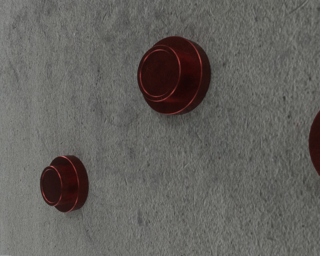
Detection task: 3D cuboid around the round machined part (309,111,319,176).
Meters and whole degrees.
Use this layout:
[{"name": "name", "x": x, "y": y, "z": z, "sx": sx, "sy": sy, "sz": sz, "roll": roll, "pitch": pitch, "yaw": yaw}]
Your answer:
[{"name": "round machined part", "x": 0.177, "y": 0.013, "z": 0.248, "sx": 0.098, "sy": 0.042, "sz": 0.097, "roll": 0, "pitch": 90, "yaw": 40}]

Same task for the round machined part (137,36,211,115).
[{"name": "round machined part", "x": 0.010, "y": -0.066, "z": 0.386, "sx": 0.098, "sy": 0.042, "sz": 0.097, "roll": 0, "pitch": 90, "yaw": 40}]

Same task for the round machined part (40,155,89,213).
[{"name": "round machined part", "x": -0.171, "y": 0.097, "z": 0.535, "sx": 0.098, "sy": 0.042, "sz": 0.097, "roll": 0, "pitch": 90, "yaw": 40}]
